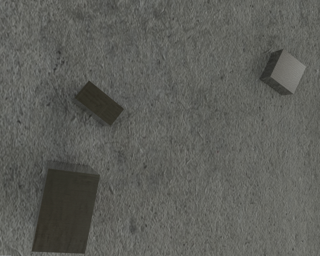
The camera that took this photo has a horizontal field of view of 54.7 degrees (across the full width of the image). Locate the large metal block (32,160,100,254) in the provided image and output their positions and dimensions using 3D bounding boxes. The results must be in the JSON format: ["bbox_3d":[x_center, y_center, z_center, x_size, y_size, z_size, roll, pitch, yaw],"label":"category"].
[{"bbox_3d":[-0.105,0.082,0.342,0.050,0.080,0.080,11,86,-20],"label":"large metal block"}]

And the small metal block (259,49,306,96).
[{"bbox_3d":[0.191,-0.086,0.482,0.050,0.025,0.050,31,80,-18],"label":"small metal block"}]

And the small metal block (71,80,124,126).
[{"bbox_3d":[-0.076,-0.027,0.368,0.050,0.050,0.025,40,77,-16],"label":"small metal block"}]
